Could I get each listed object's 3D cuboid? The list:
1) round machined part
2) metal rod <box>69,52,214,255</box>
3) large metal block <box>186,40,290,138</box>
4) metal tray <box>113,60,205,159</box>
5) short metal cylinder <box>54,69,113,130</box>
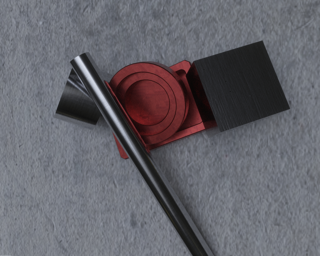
[{"bbox_3d":[-0.013,-0.032,0.379,0.098,0.042,0.097,4,106,14],"label":"round machined part"},{"bbox_3d":[-0.014,0.048,0.368,0.025,0.025,0.299,-29,98,17],"label":"metal rod"},{"bbox_3d":[0.084,-0.041,0.349,0.081,0.050,0.080,-18,83,-8],"label":"large metal block"},{"bbox_3d":[-0.003,-0.021,0.408,0.130,0.030,0.090,-22,83,18],"label":"metal tray"},{"bbox_3d":[-0.101,-0.042,0.408,0.050,0.080,0.080,20,98,-18],"label":"short metal cylinder"}]
